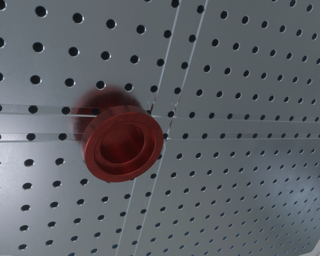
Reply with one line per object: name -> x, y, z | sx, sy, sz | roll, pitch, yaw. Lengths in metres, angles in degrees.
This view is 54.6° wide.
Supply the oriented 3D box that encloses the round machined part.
round machined part -> -0.049, 0.016, 0.383 | 0.099, 0.042, 0.097 | -14, 124, -21
